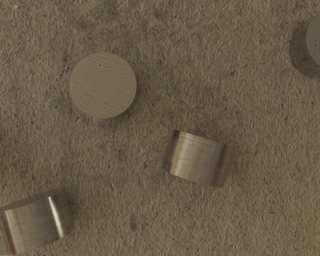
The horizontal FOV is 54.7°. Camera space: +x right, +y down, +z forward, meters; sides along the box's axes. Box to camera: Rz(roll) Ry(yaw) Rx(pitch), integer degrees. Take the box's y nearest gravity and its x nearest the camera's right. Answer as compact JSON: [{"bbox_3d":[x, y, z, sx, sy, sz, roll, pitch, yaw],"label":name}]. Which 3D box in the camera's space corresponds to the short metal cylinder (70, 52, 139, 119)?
[{"bbox_3d":[-0.068,-0.051,0.397,0.081,0.050,0.080,0,90,0],"label":"short metal cylinder"}]

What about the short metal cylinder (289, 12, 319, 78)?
[{"bbox_3d":[0.216,-0.108,0.399,0.081,0.050,0.080,0,90,0],"label":"short metal cylinder"}]

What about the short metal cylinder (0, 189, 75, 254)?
[{"bbox_3d":[-0.152,0.112,0.381,0.080,0.080,0.050,-16,90,0],"label":"short metal cylinder"}]

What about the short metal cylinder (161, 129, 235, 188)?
[{"bbox_3d":[0.047,0.036,0.383,0.080,0.080,0.050,17,90,0],"label":"short metal cylinder"}]
